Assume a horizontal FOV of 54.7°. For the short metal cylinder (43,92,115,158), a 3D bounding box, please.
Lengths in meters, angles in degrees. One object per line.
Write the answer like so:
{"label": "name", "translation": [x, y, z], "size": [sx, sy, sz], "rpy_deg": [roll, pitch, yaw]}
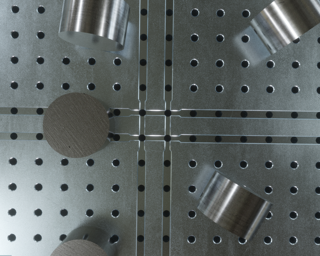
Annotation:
{"label": "short metal cylinder", "translation": [-0.102, -0.004, 0.400], "size": [0.081, 0.050, 0.079], "rpy_deg": [0, 90, -1]}

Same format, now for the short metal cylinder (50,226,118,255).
{"label": "short metal cylinder", "translation": [-0.098, 0.175, 0.400], "size": [0.081, 0.050, 0.079], "rpy_deg": [0, 90, -1]}

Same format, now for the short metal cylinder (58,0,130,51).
{"label": "short metal cylinder", "translation": [-0.081, -0.131, 0.385], "size": [0.081, 0.080, 0.050], "rpy_deg": [9, 90, -1]}

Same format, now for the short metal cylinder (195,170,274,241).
{"label": "short metal cylinder", "translation": [0.092, 0.095, 0.387], "size": [0.080, 0.080, 0.050], "rpy_deg": [30, 90, -1]}

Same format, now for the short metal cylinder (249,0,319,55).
{"label": "short metal cylinder", "translation": [0.161, -0.136, 0.388], "size": [0.080, 0.080, 0.050], "rpy_deg": [-35, 90, 0]}
